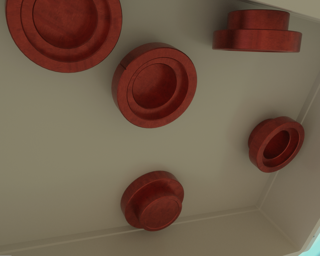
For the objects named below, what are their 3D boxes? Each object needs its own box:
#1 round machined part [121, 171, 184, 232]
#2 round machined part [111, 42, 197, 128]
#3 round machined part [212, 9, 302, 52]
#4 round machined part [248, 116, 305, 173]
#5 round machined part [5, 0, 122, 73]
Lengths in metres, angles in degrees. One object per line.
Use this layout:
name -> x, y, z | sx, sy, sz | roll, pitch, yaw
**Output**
round machined part -> -0.006, 0.117, 0.468 | 0.099, 0.042, 0.097 | -14, 125, -21
round machined part -> -0.010, -0.052, 0.362 | 0.099, 0.042, 0.097 | -14, 125, -21
round machined part -> 0.112, -0.111, 0.359 | 0.099, 0.098, 0.042 | -4, 105, -27
round machined part -> 0.188, 0.023, 0.518 | 0.099, 0.042, 0.097 | -14, 125, -21
round machined part -> -0.088, -0.104, 0.286 | 0.099, 0.042, 0.097 | -14, 125, -21
